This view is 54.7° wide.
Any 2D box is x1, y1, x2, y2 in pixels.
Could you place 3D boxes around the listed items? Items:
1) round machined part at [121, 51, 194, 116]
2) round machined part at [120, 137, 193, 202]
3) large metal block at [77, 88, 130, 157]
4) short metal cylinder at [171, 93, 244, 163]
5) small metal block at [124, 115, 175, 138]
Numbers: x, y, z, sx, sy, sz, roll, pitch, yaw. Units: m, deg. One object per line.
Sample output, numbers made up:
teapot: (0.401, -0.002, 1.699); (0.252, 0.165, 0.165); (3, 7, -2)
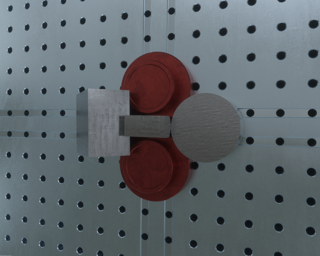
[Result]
round machined part: (-0.008, -0.052, 0.406); (0.098, 0.042, 0.097); (0, 90, 20)
round machined part: (-0.009, 0.048, 0.407); (0.098, 0.042, 0.097); (0, 90, 20)
large metal block: (-0.077, -0.006, 0.404); (0.050, 0.080, 0.080); (0, 90, -25)
short metal cylinder: (0.059, 0.000, 0.377); (0.080, 0.050, 0.080); (0, 90, 20)
small metal block: (-0.009, -0.002, 0.379); (0.050, 0.050, 0.025); (2, 91, 20)
